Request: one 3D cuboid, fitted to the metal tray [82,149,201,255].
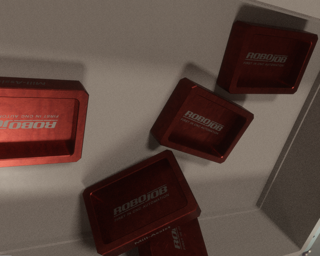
[{"bbox_3d":[-0.025,0.095,0.395,0.131,0.090,0.030,-26,146,0],"label":"metal tray"}]

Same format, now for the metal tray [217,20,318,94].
[{"bbox_3d":[0.150,-0.094,0.431,0.131,0.030,0.089,-3,120,-27],"label":"metal tray"}]

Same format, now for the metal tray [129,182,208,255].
[{"bbox_3d":[0.011,0.135,0.432,0.091,0.130,0.030,11,139,-33],"label":"metal tray"}]

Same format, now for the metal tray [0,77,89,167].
[{"bbox_3d":[-0.147,-0.005,0.322,0.131,0.030,0.089,-1,119,-28],"label":"metal tray"}]

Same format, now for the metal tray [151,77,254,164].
[{"bbox_3d":[0.063,-0.006,0.438,0.131,0.030,0.090,20,108,-36],"label":"metal tray"}]
